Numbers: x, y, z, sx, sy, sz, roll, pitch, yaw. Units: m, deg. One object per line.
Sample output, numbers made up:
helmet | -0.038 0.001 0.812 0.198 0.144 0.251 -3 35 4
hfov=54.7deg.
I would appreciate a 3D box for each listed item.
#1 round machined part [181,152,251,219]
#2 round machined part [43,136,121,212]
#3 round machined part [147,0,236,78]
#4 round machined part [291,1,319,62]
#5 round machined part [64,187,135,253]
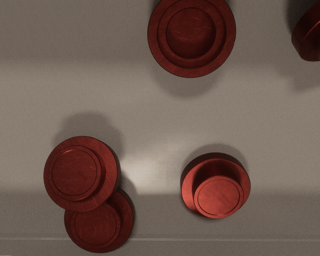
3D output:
round machined part | 0.079 0.087 0.436 0.099 0.042 0.097 0 110 -1
round machined part | -0.103 0.058 0.399 0.099 0.042 0.098 -1 79 4
round machined part | 0.035 -0.111 0.362 0.099 0.042 0.097 0 110 -1
round machined part | 0.201 -0.104 0.337 0.099 0.042 0.098 -14 154 -7
round machined part | -0.086 0.129 0.434 0.099 0.042 0.097 0 93 1
